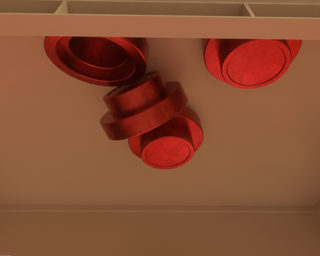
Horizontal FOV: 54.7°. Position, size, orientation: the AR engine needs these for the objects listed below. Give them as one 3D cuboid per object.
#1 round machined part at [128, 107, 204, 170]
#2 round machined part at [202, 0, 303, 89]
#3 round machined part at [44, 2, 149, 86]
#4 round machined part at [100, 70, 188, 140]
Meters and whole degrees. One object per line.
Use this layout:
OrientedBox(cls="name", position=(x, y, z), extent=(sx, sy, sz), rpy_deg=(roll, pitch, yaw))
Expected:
OrientedBox(cls="round machined part", position=(0.008, 0.018, 0.404), extent=(0.099, 0.042, 0.097), rpy_deg=(-4, 138, -3))
OrientedBox(cls="round machined part", position=(0.095, -0.078, 0.318), extent=(0.099, 0.042, 0.098), rpy_deg=(-1, 144, 0))
OrientedBox(cls="round machined part", position=(-0.059, -0.085, 0.308), extent=(0.099, 0.042, 0.098), rpy_deg=(6, 157, 3))
OrientedBox(cls="round machined part", position=(-0.023, -0.030, 0.339), extent=(0.098, 0.098, 0.042), rpy_deg=(-21, 108, 16))
